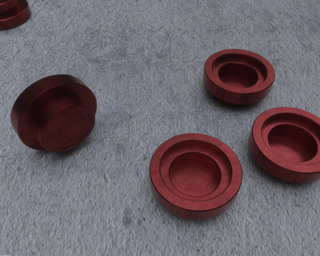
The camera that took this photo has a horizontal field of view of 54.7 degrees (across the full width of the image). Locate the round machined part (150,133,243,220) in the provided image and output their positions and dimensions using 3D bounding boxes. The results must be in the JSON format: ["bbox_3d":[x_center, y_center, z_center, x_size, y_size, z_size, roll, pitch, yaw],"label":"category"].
[{"bbox_3d":[0.038,0.056,0.345,0.099,0.042,0.098,0,50,0],"label":"round machined part"}]

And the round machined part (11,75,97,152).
[{"bbox_3d":[-0.116,-0.010,0.364,0.099,0.097,0.042,-32,57,-24],"label":"round machined part"}]

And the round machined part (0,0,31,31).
[{"bbox_3d":[-0.299,-0.228,0.581,0.099,0.042,0.098,0,50,0],"label":"round machined part"}]

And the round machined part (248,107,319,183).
[{"bbox_3d":[0.156,0.024,0.373,0.099,0.042,0.098,0,50,0],"label":"round machined part"}]

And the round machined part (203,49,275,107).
[{"bbox_3d":[0.112,-0.069,0.451,0.099,0.042,0.098,0,50,0],"label":"round machined part"}]
